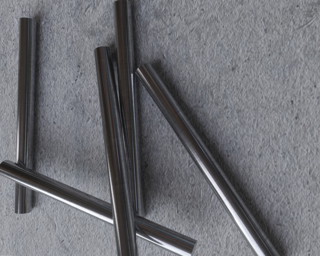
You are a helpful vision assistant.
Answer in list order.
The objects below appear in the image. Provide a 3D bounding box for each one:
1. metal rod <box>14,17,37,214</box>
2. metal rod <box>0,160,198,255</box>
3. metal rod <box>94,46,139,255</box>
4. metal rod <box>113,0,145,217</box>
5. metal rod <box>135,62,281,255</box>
[{"bbox_3d":[-0.209,-0.018,0.482,0.025,0.025,0.298,2,91,20],"label":"metal rod"},{"bbox_3d":[-0.096,0.102,0.415,0.301,0.025,0.025,18,96,19],"label":"metal rod"},{"bbox_3d":[-0.057,0.032,0.395,0.025,0.025,0.299,-16,72,19],"label":"metal rod"},{"bbox_3d":[-0.042,-0.023,0.423,0.025,0.025,0.298,-4,89,20],"label":"metal rod"},{"bbox_3d":[0.058,0.043,0.388,0.025,0.025,0.299,-36,79,16],"label":"metal rod"}]
